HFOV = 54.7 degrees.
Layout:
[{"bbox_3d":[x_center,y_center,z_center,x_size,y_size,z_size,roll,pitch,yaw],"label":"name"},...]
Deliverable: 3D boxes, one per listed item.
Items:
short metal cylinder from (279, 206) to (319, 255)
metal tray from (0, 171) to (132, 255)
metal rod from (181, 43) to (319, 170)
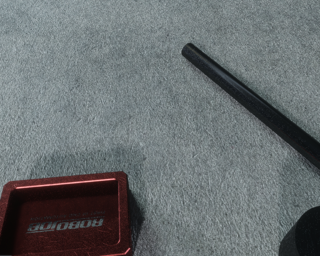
[{"bbox_3d":[0.159,0.120,0.287,0.081,0.050,0.080,0,50,0],"label":"short metal cylinder"},{"bbox_3d":[-0.097,0.095,0.318,0.131,0.030,0.090,-5,50,-4],"label":"metal tray"},{"bbox_3d":[0.131,-0.035,0.433,0.025,0.025,0.300,-28,56,-22],"label":"metal rod"}]
